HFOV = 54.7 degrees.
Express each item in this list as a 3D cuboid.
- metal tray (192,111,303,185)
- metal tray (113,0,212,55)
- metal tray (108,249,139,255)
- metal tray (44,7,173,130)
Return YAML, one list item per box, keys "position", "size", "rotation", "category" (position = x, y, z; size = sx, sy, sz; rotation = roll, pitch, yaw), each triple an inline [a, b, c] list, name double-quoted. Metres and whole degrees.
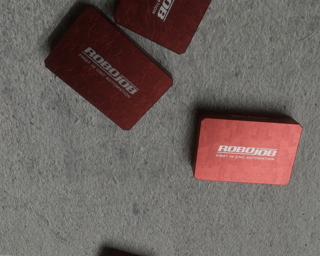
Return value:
- position: [0.113, 0.027, 0.418]
  size: [0.131, 0.030, 0.089]
  rotation: [4, 110, -2]
  category: "metal tray"
- position: [0.015, -0.161, 0.348]
  size: [0.090, 0.030, 0.129]
  rotation: [25, 108, -9]
  category: "metal tray"
- position: [-0.059, 0.266, 0.505]
  size: [0.091, 0.030, 0.129]
  rotation: [19, 109, -7]
  category: "metal tray"
- position: [-0.060, -0.070, 0.380]
  size: [0.130, 0.030, 0.090]
  rotation: [40, 105, -14]
  category: "metal tray"
